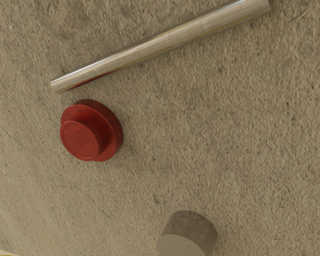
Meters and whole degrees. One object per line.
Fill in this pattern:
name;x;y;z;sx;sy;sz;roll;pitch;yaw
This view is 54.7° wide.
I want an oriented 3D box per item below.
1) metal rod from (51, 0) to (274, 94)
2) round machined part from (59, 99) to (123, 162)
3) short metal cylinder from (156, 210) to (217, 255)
metal rod;-0.023;-0.089;0.362;0.300;0.025;0.025;-13;112;33
round machined part;-0.107;0.010;0.456;0.098;0.042;0.097;13;124;20
short metal cylinder;0.042;0.174;0.475;0.080;0.050;0.079;13;124;20
